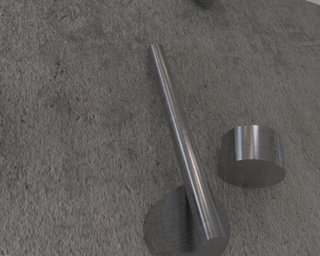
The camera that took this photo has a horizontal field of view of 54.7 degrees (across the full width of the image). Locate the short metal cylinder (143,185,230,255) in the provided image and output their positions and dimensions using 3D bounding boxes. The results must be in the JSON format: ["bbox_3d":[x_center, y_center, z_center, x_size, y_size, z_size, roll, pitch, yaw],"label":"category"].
[{"bbox_3d":[0.028,0.107,0.337,0.081,0.050,0.080,14,56,-21],"label":"short metal cylinder"}]

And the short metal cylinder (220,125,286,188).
[{"bbox_3d":[0.121,0.040,0.409,0.080,0.080,0.050,21,54,-16],"label":"short metal cylinder"}]

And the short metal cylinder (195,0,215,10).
[{"bbox_3d":[0.096,-0.275,0.588,0.050,0.080,0.080,39,51,-2],"label":"short metal cylinder"}]

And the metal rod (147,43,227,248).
[{"bbox_3d":[0.021,-0.007,0.378,0.025,0.025,0.300,8,46,-24],"label":"metal rod"}]
